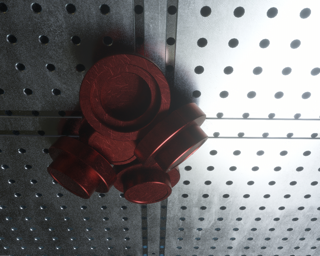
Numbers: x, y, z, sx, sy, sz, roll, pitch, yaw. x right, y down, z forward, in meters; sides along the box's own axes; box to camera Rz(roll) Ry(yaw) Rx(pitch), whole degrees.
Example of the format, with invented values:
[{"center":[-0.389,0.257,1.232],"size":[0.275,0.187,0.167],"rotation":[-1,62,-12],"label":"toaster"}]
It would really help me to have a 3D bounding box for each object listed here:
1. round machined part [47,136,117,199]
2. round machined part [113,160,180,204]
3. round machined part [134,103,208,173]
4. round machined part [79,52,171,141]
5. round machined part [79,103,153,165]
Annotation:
[{"center":[-0.111,0.059,0.418],"size":[0.098,0.042,0.097],"rotation":[24,148,17],"label":"round machined part"},{"center":[-0.019,0.077,0.450],"size":[0.099,0.042,0.097],"rotation":[-5,142,-4],"label":"round machined part"},{"center":[0.020,0.017,0.377],"size":[0.042,0.099,0.097],"rotation":[50,123,13],"label":"round machined part"},{"center":[-0.039,-0.038,0.353],"size":[0.099,0.042,0.097],"rotation":[-2,109,-5],"label":"round machined part"},{"center":[-0.057,0.011,0.407],"size":[0.099,0.042,0.097],"rotation":[-1,130,0],"label":"round machined part"}]
